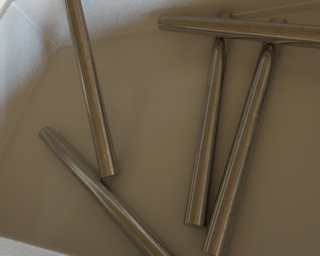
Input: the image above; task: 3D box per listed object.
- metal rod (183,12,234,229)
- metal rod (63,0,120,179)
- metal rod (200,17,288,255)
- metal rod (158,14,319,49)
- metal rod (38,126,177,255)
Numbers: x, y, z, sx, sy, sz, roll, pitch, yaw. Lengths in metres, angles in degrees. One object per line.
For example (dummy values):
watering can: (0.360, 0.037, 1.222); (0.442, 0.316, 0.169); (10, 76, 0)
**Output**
metal rod: (0.066, -0.029, 0.388); (0.025, 0.025, 0.300); (-2, 61, 27)
metal rod: (-0.101, -0.078, 0.434); (0.025, 0.025, 0.299); (-18, 78, 18)
metal rod: (0.104, -0.006, 0.355); (0.025, 0.025, 0.300); (8, 66, 32)
metal rod: (0.121, -0.119, 0.381); (0.300, 0.025, 0.025); (19, 72, 35)
metal rod: (-0.085, 0.075, 0.403); (0.300, 0.025, 0.025); (34, 81, 38)
